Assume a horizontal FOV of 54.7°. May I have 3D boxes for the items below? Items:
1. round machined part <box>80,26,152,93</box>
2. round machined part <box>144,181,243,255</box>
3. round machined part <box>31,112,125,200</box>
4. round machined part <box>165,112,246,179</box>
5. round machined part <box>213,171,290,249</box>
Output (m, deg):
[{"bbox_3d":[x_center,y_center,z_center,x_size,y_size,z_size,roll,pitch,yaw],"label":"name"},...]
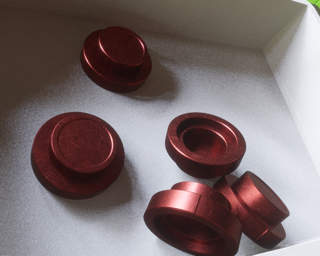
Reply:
[{"bbox_3d":[-0.056,-0.100,0.426,0.099,0.042,0.098,14,56,-21],"label":"round machined part"},{"bbox_3d":[0.036,0.092,0.322,0.098,0.097,0.042,33,52,-7],"label":"round machined part"},{"bbox_3d":[-0.084,0.024,0.335,0.099,0.042,0.098,14,56,-21],"label":"round machined part"},{"bbox_3d":[0.055,0.026,0.393,0.099,0.042,0.098,7,39,-6],"label":"round machined part"},{"bbox_3d":[0.114,0.090,0.370,0.098,0.042,0.098,39,16,-13],"label":"round machined part"}]
